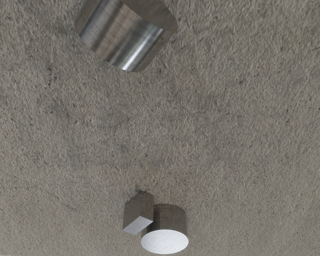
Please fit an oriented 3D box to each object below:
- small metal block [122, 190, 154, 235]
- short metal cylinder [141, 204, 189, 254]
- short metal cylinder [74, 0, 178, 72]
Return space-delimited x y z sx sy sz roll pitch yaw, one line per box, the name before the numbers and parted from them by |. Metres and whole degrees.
small metal block | -0.036 0.139 0.509 0.025 0.050 0.050 30 124 -23
short metal cylinder | 0.008 0.177 0.542 0.081 0.050 0.079 0 130 0
short metal cylinder | -0.030 -0.098 0.287 0.080 0.080 0.050 29 124 -23
